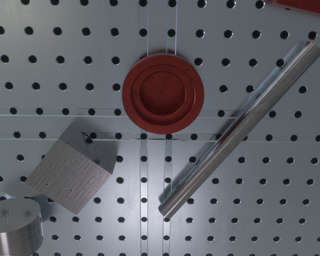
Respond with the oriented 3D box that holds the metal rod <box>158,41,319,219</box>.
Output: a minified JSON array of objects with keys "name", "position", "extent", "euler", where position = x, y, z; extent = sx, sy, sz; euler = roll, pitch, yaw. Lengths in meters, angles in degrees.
[{"name":"metal rod","position":[0.098,0.013,0.418],"extent":[0.025,0.025,0.299],"euler":[36,106,-12]}]

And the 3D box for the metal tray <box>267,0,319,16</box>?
[{"name":"metal tray","position":[0.183,-0.196,0.340],"extent":[0.091,0.030,0.129],"euler":[11,110,-5]}]

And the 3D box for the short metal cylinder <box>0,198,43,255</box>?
[{"name":"short metal cylinder","position":[-0.208,0.141,0.434],"extent":[0.081,0.080,0.050],"euler":[2,110,-1]}]

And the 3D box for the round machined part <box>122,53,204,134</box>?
[{"name":"round machined part","position":[0.003,-0.045,0.388],"extent":[0.099,0.042,0.097],"euler":[0,110,0]}]

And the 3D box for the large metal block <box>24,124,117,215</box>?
[{"name":"large metal block","position":[-0.118,0.056,0.420],"extent":[0.080,0.050,0.080],"euler":[38,106,-13]}]
